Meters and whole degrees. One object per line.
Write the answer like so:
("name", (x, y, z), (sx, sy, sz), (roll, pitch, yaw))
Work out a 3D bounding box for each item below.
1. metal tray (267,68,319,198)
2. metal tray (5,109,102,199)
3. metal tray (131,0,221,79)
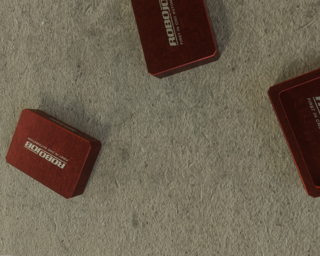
("metal tray", (0.185, 0.001, 0.340), (0.090, 0.030, 0.129), (-21, 83, 18))
("metal tray", (-0.161, 0.036, 0.463), (0.130, 0.030, 0.090), (25, 98, 18))
("metal tray", (0.017, -0.139, 0.400), (0.090, 0.030, 0.129), (-15, 85, 19))
